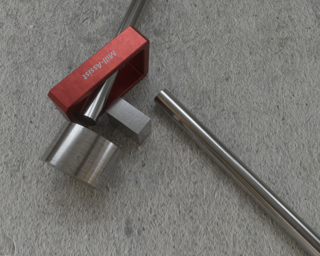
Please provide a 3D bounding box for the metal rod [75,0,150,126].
[{"bbox_3d":[-0.047,-0.134,0.432,0.025,0.025,0.300,15,61,5],"label":"metal rod"}]

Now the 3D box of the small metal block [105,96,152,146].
[{"bbox_3d":[-0.039,-0.008,0.397,0.050,0.050,0.025,35,74,11],"label":"small metal block"}]

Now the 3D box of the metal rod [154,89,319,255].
[{"bbox_3d":[0.103,0.059,0.387,0.025,0.025,0.300,-41,75,-14],"label":"metal rod"}]

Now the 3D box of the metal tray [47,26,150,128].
[{"bbox_3d":[-0.070,-0.058,0.393,0.030,0.090,0.130,44,75,10],"label":"metal tray"}]

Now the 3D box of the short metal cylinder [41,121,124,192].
[{"bbox_3d":[-0.090,0.035,0.365,0.080,0.080,0.050,25,72,8],"label":"short metal cylinder"}]
